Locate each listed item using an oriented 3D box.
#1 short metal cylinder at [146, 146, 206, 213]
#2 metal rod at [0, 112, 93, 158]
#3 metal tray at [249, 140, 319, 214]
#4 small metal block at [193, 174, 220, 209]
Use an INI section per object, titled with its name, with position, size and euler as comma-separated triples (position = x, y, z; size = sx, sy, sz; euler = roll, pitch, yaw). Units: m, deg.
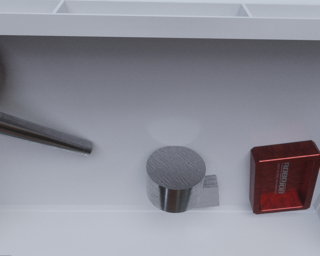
[short metal cylinder]
position = 0.021, 0.070, 0.434
size = 0.081, 0.080, 0.050
euler = 1, 130, -2
[metal rod]
position = -0.192, -0.012, 0.321
size = 0.025, 0.025, 0.301
euler = -33, 146, 24
[metal tray]
position = 0.188, 0.080, 0.476
size = 0.090, 0.030, 0.129
euler = -8, 130, 6
[small metal block]
position = 0.068, 0.103, 0.498
size = 0.050, 0.025, 0.050
euler = -7, 130, 5
